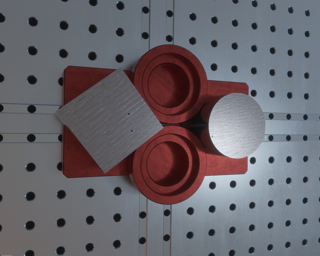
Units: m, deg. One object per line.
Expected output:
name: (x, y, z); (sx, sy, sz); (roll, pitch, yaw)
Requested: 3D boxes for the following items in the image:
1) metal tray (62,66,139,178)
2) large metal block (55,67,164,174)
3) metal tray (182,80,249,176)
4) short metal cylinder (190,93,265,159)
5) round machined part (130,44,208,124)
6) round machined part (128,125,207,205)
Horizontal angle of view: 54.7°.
metal tray: (-0.073, -0.007, 0.383); (0.091, 0.030, 0.129); (1, 90, -21)
large metal block: (-0.057, -0.009, 0.346); (0.080, 0.050, 0.080); (-38, 103, -16)
metal tray: (0.078, 0.000, 0.436); (0.091, 0.030, 0.129); (1, 90, -20)
short metal cylinder: (0.086, -0.003, 0.398); (0.081, 0.050, 0.079); (0, 90, -20)
round machined part: (0.008, -0.053, 0.397); (0.099, 0.042, 0.097); (0, 90, -20)
round machined part: (0.006, 0.045, 0.396); (0.099, 0.042, 0.097); (0, 90, -20)
